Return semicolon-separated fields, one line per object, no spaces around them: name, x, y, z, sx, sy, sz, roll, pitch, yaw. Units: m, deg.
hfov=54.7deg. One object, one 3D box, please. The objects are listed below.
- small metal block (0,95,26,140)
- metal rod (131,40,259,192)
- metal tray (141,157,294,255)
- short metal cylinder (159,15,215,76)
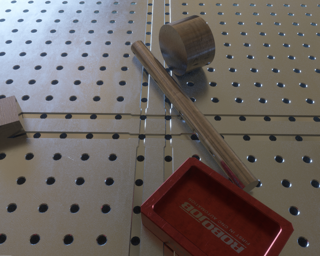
small metal block;-0.214;-0.012;0.415;0.050;0.025;0.050;-18;53;-15
metal rod;0.032;-0.034;0.436;0.025;0.025;0.300;-22;54;-18
metal tray;0.056;0.099;0.321;0.130;0.030;0.090;34;57;25
short metal cylinder;0.040;-0.127;0.480;0.050;0.080;0.080;-25;55;-20
